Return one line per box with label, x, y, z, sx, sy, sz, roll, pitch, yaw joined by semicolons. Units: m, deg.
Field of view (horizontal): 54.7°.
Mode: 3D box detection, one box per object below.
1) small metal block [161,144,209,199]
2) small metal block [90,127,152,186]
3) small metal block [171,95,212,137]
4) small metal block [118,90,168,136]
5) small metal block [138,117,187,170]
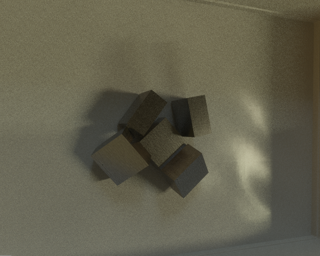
small metal block;0.034;0.057;0.409;0.050;0.025;0.050;-43;141;-15
small metal block;-0.047;0.035;0.380;0.050;0.025;0.050;-35;104;17
small metal block;0.041;-0.015;0.411;0.025;0.050;0.050;-12;94;-21
small metal block;-0.023;-0.018;0.387;0.025;0.050;0.050;38;78;-16
small metal block;0.001;0.021;0.410;0.050;0.025;0.050;-44;104;-15
